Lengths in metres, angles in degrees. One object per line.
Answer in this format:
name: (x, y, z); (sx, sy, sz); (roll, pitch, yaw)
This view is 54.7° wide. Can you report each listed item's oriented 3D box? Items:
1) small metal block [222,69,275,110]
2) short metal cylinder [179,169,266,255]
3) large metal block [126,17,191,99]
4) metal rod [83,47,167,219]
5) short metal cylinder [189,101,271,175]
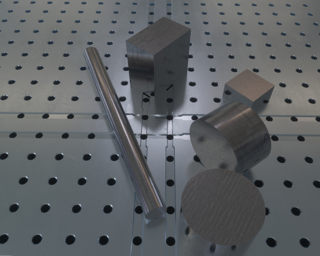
small metal block: (0.129, -0.055, 0.455); (0.050, 0.025, 0.050); (-34, 58, -25)
short metal cylinder: (0.061, 0.089, 0.317); (0.081, 0.050, 0.080); (0, 50, 0)
large metal block: (-0.001, -0.104, 0.459); (0.050, 0.080, 0.080); (33, 57, 24)
metal rod: (-0.059, -0.016, 0.420); (0.025, 0.025, 0.300); (-17, 52, -14)
short metal cylinder: (0.079, 0.015, 0.360); (0.050, 0.080, 0.080); (-29, 56, -22)
